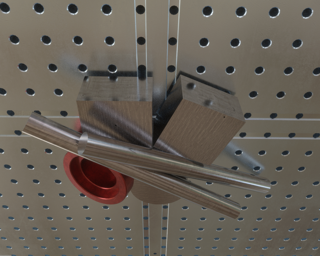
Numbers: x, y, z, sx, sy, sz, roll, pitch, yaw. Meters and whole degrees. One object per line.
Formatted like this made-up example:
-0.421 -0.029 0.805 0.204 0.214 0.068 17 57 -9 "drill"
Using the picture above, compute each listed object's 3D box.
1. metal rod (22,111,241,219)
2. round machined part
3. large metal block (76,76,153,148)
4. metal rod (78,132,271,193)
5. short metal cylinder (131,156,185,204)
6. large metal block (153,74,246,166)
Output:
-0.017 0.056 0.387 0.301 0.025 0.025 27 125 -23 "metal rod"
-0.079 0.056 0.428 0.098 0.042 0.097 14 129 18 "round machined part"
-0.049 -0.015 0.373 0.081 0.050 0.079 1 130 -1 "large metal block"
0.041 0.053 0.403 0.302 0.025 0.025 17 130 -33 "metal rod"
-0.001 0.065 0.445 0.081 0.050 0.079 0 130 0 "short metal cylinder"
0.044 -0.008 0.383 0.080 0.050 0.079 19 128 -16 "large metal block"
